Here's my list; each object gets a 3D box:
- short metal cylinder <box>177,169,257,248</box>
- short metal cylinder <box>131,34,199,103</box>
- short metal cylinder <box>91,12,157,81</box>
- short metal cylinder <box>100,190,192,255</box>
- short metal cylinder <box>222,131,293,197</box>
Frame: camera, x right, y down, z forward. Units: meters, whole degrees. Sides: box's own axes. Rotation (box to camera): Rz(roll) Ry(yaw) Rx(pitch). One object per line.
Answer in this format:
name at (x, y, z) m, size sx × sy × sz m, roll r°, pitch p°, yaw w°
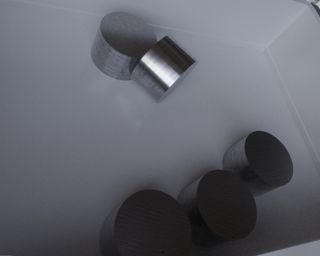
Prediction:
short metal cylinder at (0.066, 0.096, 0.366) m, size 0.081 × 0.050 × 0.080 m, roll 14°, pitch 56°, yaw -21°
short metal cylinder at (0.006, -0.079, 0.422) m, size 0.050 × 0.080 × 0.080 m, roll 44°, pitch 51°, yaw 1°
short metal cylinder at (-0.050, -0.113, 0.431) m, size 0.081 × 0.050 × 0.080 m, roll 13°, pitch 56°, yaw -21°
short metal cylinder at (-0.015, 0.109, 0.315) m, size 0.081 × 0.050 × 0.080 m, roll 14°, pitch 56°, yaw -21°
short metal cylinder at (0.135, 0.051, 0.431) m, size 0.081 × 0.050 × 0.080 m, roll 14°, pitch 56°, yaw -21°
